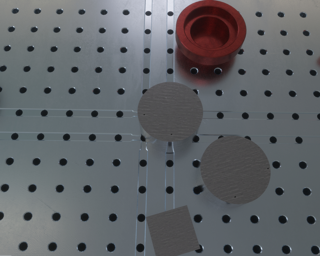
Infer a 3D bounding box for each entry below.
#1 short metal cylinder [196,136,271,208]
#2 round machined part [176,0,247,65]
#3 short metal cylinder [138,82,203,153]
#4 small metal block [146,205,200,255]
[{"bbox_3d":[0.087,0.055,0.379,0.081,0.050,0.080,0,70,0],"label":"short metal cylinder"},{"bbox_3d":[0.072,-0.134,0.452,0.099,0.042,0.098,0,70,0],"label":"round machined part"},{"bbox_3d":[0.013,-0.013,0.403,0.081,0.050,0.080,0,70,0],"label":"short metal cylinder"},{"bbox_3d":[0.015,0.124,0.366,0.050,0.025,0.050,-15,71,-6],"label":"small metal block"}]
